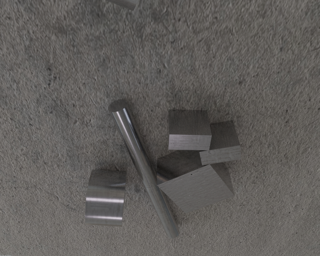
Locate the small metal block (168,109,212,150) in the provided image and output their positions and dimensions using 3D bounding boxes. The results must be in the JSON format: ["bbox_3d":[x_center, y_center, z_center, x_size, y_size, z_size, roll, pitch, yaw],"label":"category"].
[{"bbox_3d":[0.036,0.002,0.393,0.050,0.050,0.025,1,130,-1],"label":"small metal block"}]

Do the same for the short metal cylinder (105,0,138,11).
[{"bbox_3d":[-0.032,-0.143,0.249,0.050,0.080,0.079,17,128,-14],"label":"short metal cylinder"}]

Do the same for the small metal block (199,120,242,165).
[{"bbox_3d":[0.076,0.019,0.408,0.050,0.050,0.025,-10,129,8],"label":"small metal block"}]

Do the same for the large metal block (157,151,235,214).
[{"bbox_3d":[0.051,0.072,0.453,0.080,0.050,0.080,-26,126,20],"label":"large metal block"}]

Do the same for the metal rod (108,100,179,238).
[{"bbox_3d":[-0.014,0.082,0.476,0.025,0.025,0.299,-12,130,9],"label":"metal rod"}]

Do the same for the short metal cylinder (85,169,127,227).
[{"bbox_3d":[-0.078,0.103,0.458,0.050,0.080,0.079,5,130,-4],"label":"short metal cylinder"}]
